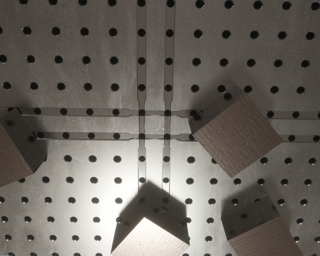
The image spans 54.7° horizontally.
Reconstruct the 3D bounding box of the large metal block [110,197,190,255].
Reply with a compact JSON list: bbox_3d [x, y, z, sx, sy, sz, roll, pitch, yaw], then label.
[{"bbox_3d":[-0.014,0.164,0.460,0.080,0.050,0.080,36,106,-13],"label":"large metal block"}]

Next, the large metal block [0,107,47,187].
[{"bbox_3d":[-0.213,0.030,0.408,0.080,0.050,0.080,-22,109,7],"label":"large metal block"}]

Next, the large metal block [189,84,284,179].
[{"bbox_3d":[0.096,0.004,0.403,0.080,0.050,0.080,-39,106,13],"label":"large metal block"}]

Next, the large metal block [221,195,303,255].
[{"bbox_3d":[0.150,0.161,0.462,0.080,0.050,0.080,-30,108,10],"label":"large metal block"}]
